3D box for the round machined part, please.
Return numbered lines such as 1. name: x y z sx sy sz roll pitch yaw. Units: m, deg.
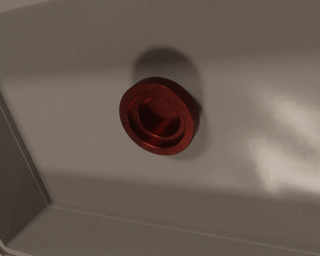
1. round machined part: 0.003 -0.018 0.384 0.098 0.042 0.097 13 124 20
